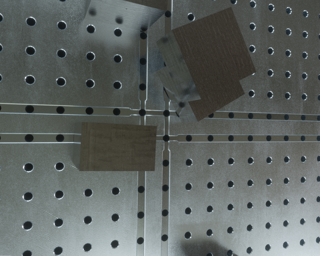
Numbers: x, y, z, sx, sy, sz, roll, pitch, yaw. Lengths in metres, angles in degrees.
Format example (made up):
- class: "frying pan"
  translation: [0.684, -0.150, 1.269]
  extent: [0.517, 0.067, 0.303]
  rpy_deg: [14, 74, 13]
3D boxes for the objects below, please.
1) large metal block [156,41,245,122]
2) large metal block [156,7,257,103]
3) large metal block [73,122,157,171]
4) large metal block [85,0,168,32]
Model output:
- class: "large metal block"
  translation: [0.055, -0.062, 0.421]
  extent: [0.080, 0.050, 0.080]
  rpy_deg: [-30, 100, -18]
- class: "large metal block"
  translation: [0.054, -0.084, 0.367]
  extent: [0.081, 0.050, 0.080]
  rpy_deg: [-27, 99, -18]
- class: "large metal block"
  translation: [-0.056, 0.020, 0.363]
  extent: [0.081, 0.080, 0.050]
  rpy_deg: [3, 89, -20]
- class: "large metal block"
  translation: [-0.041, -0.159, 0.369]
  extent: [0.081, 0.080, 0.050]
  rpy_deg: [6, 88, -20]
